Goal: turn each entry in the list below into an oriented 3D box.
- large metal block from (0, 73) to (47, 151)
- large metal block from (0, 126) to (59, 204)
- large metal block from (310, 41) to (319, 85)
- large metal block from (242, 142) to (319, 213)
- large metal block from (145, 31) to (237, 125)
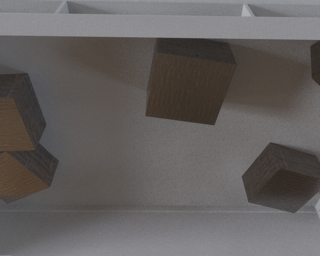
[{"bbox_3d":[-0.196,-0.017,0.376,0.080,0.050,0.079,-2,130,1],"label":"large metal block"},{"bbox_3d":[-0.207,0.054,0.436,0.080,0.050,0.080,-23,127,18],"label":"large metal block"},{"bbox_3d":[0.218,-0.065,0.322,0.080,0.050,0.080,32,144,-24],"label":"large metal block"},{"bbox_3d":[0.182,0.075,0.458,0.081,0.050,0.079,16,128,-13],"label":"large metal block"},{"bbox_3d":[0.030,-0.054,0.347,0.081,0.050,0.079,7,130,-7],"label":"large metal block"}]
